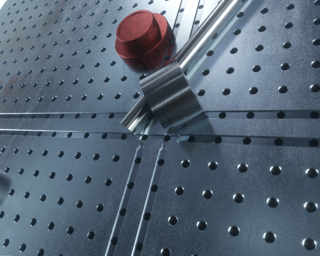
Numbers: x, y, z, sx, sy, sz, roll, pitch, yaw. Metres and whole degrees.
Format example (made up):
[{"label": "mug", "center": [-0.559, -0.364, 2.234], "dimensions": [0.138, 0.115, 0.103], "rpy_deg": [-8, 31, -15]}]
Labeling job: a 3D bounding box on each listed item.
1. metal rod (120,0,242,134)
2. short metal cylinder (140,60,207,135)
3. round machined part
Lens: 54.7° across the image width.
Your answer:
[{"label": "metal rod", "center": [0.046, -0.115, 0.454], "dimensions": [0.025, 0.025, 0.300], "rpy_deg": [32, 79, 38]}, {"label": "short metal cylinder", "center": [0.017, -0.038, 0.387], "dimensions": [0.050, 0.080, 0.080], "rpy_deg": [-29, 52, 10]}, {"label": "round machined part", "center": [-0.032, -0.154, 0.509], "dimensions": [0.098, 0.042, 0.098], "rpy_deg": [-13, 56, 21]}]
